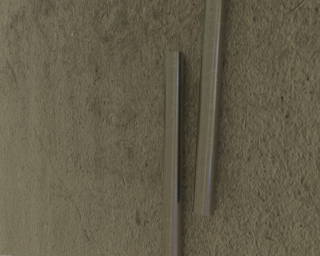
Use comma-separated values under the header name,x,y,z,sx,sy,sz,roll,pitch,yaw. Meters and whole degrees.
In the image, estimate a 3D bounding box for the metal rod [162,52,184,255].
name,x,y,z,sx,sy,sz,roll,pitch,yaw
metal rod,0.017,0.056,0.389,0.025,0.025,0.298,1,91,39

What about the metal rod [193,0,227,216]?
name,x,y,z,sx,sy,sz,roll,pitch,yaw
metal rod,0.058,-0.050,0.355,0.025,0.025,0.298,5,93,39
